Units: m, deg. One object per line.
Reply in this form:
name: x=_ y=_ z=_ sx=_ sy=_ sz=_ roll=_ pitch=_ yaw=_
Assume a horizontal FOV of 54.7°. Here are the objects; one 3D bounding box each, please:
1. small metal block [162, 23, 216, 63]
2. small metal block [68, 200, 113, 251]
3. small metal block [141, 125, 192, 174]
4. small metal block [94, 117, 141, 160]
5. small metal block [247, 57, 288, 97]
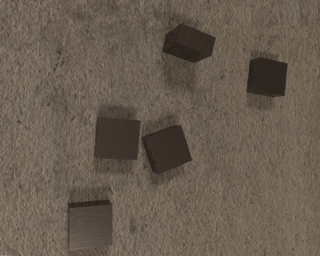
small metal block: x=0.037 y=-0.110 z=0.410 sx=0.050 sy=0.050 sz=0.025 roll=15 pitch=85 yaw=-20
small metal block: x=-0.086 y=0.117 z=0.378 sx=0.050 sy=0.025 sz=0.050 roll=0 pitch=90 yaw=-21
small metal block: x=0.009 y=0.028 z=0.414 sx=0.050 sy=0.025 sz=0.050 roll=-20 pitch=97 yaw=-19
small metal block: x=-0.054 y=0.013 z=0.390 sx=0.050 sy=0.025 sz=0.050 roll=5 pitch=88 yaw=-20
small metal block: x=0.163 y=-0.076 z=0.471 sx=0.050 sy=0.025 sz=0.050 roll=7 pitch=88 yaw=-20
